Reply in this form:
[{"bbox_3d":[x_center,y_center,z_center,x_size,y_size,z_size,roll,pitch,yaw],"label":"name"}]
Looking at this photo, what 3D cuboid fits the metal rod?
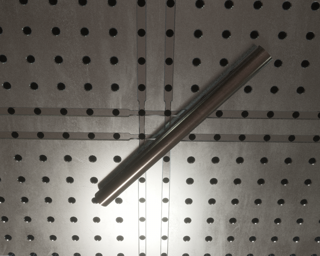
[{"bbox_3d":[0.022,0.006,0.415,0.299,0.025,0.025,-42,105,13],"label":"metal rod"}]
